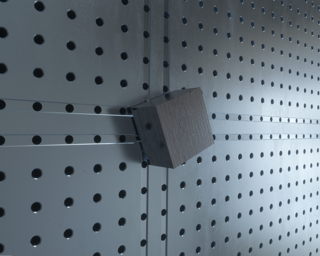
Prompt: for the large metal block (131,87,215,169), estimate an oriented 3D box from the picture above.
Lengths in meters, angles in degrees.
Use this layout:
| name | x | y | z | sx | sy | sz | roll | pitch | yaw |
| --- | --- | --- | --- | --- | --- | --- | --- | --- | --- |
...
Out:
| name | x | y | z | sx | sy | sz | roll | pitch | yaw |
| --- | --- | --- | --- | --- | --- | --- | --- | --- | --- |
| large metal block | 0.019 | -0.002 | 0.407 | 0.081 | 0.050 | 0.080 | -27 | 107 | -37 |
